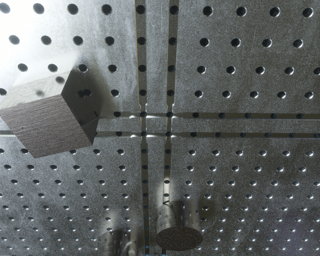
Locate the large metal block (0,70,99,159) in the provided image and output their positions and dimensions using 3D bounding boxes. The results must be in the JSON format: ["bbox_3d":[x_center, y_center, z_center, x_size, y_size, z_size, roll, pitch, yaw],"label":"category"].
[{"bbox_3d":[-0.133,-0.015,0.381,0.080,0.050,0.080,-13,129,10],"label":"large metal block"}]

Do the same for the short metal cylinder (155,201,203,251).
[{"bbox_3d":[0.032,0.172,0.542,0.081,0.050,0.079,0,130,0],"label":"short metal cylinder"}]

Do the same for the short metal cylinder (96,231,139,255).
[{"bbox_3d":[-0.083,0.244,0.602,0.081,0.050,0.079,0,130,0],"label":"short metal cylinder"}]
